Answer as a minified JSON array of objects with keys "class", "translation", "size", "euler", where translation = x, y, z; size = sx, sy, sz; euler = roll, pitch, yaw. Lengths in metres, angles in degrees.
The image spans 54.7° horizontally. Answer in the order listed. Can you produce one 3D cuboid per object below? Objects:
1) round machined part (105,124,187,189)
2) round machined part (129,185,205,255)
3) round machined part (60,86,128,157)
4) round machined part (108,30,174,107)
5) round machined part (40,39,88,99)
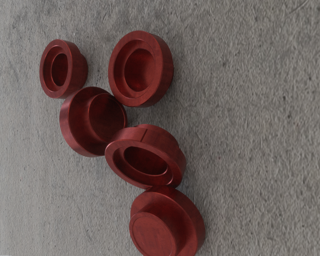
[{"class":"round machined part","translation":[-0.014,0.033,0.383],"size":[0.098,0.042,0.097],"euler":[14,139,13]},{"class":"round machined part","translation":[0.001,0.123,0.376],"size":[0.098,0.042,0.097],"euler":[13,113,31]},{"class":"round machined part","translation":[-0.083,-0.010,0.427],"size":[0.042,0.099,0.097],"euler":[-13,82,39]},{"class":"round machined part","translation":[-0.021,-0.076,0.411],"size":[0.098,0.042,0.097],"euler":[0,90,40]},{"class":"round machined part","translation":[-0.160,-0.098,0.526],"size":[0.098,0.042,0.097],"euler":[0,90,40]}]
